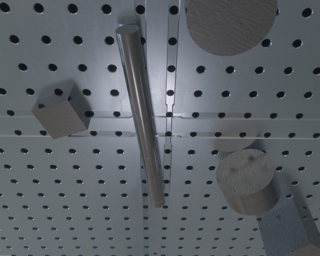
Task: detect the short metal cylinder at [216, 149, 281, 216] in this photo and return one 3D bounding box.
[{"bbox_3d":[0.126,0.076,0.442,0.080,0.080,0.050,-18,128,14],"label":"short metal cylinder"}]

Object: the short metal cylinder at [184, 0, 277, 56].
[{"bbox_3d":[0.064,-0.117,0.297,0.081,0.050,0.079,0,130,0],"label":"short metal cylinder"}]

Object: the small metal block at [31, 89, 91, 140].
[{"bbox_3d":[-0.125,-0.017,0.396,0.050,0.025,0.050,-15,129,12],"label":"small metal block"}]

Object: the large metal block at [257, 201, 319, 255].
[{"bbox_3d":[0.226,0.188,0.538,0.050,0.080,0.080,32,123,-25],"label":"large metal block"}]

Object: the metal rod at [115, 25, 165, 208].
[{"bbox_3d":[-0.019,0.010,0.419,0.025,0.025,0.298,-5,130,4],"label":"metal rod"}]
